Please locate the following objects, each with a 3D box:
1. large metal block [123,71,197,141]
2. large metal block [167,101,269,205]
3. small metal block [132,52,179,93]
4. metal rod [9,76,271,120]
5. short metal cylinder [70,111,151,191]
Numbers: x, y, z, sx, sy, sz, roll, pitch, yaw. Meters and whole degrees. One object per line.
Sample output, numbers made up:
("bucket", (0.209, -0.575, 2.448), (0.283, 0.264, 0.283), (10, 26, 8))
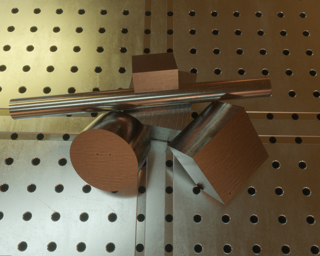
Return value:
("large metal block", (0.000, -0.031, 0.406), (0.080, 0.050, 0.080), (10, 70, 3))
("large metal block", (0.070, 0.027, 0.363), (0.080, 0.050, 0.080), (-43, 120, -14))
("small metal block", (-0.007, -0.066, 0.366), (0.050, 0.025, 0.050), (-5, 35, -2))
("metal rod", (-0.021, -0.036, 0.368), (0.302, 0.025, 0.025), (-5, 70, -2))
("short metal cylinder", (-0.056, 0.026, 0.362), (0.080, 0.079, 0.050), (18, 28, 6))
